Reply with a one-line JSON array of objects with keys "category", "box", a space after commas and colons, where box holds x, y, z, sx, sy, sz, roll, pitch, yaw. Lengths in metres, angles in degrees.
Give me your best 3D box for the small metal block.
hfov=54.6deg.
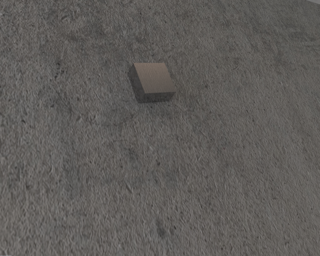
[{"category": "small metal block", "box": [-0.012, -0.064, 0.436, 0.050, 0.025, 0.050, -7, 65, -31]}]
